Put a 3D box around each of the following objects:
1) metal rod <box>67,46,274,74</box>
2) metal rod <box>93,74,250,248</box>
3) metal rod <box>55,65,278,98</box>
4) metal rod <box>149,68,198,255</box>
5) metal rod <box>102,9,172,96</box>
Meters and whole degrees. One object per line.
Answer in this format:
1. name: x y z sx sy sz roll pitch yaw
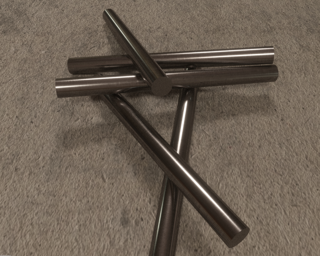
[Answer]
1. metal rod: 0.010 -0.100 0.460 0.302 0.025 0.025 -1 50 9
2. metal rod: -0.012 0.014 0.366 0.025 0.025 0.300 -26 47 -21
3. metal rod: 0.017 -0.065 0.422 0.302 0.025 0.025 -6 50 -10
4. metal rod: 0.026 0.017 0.389 0.025 0.025 0.300 8 50 6
5. metal rod: -0.047 -0.129 0.465 0.025 0.025 0.300 -15 38 -13
